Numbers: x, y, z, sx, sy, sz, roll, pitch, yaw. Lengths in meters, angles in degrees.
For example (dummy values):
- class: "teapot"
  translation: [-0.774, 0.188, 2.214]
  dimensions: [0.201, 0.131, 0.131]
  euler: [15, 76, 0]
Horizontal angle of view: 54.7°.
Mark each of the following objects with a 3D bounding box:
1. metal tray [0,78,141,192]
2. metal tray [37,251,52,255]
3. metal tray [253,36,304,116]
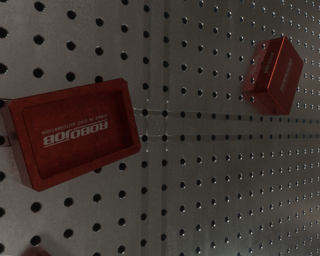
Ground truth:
- class: "metal tray"
  translation: [-0.088, 0.002, 0.333]
  dimensions: [0.131, 0.030, 0.089]
  euler: [-20, 103, -39]
- class: "metal tray"
  translation: [-0.106, 0.204, 0.319]
  dimensions: [0.090, 0.030, 0.130]
  euler: [-49, 119, -29]
- class: "metal tray"
  translation: [0.235, -0.101, 0.606]
  dimensions: [0.090, 0.030, 0.130]
  euler: [37, 67, -34]
